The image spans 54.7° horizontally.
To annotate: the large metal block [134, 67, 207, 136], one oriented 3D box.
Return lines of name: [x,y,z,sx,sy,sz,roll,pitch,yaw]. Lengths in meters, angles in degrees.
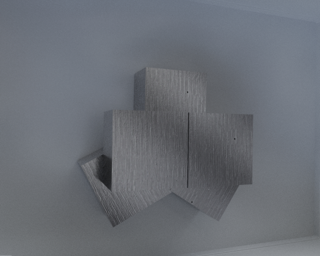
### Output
large metal block: [0.012,-0.031,0.400,0.081,0.050,0.080,2,90,-20]

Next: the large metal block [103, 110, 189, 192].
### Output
large metal block: [-0.017,0.022,0.336,0.081,0.050,0.080,1,90,-20]

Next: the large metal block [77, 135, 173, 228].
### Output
large metal block: [-0.044,0.059,0.379,0.081,0.050,0.080,-28,99,-18]

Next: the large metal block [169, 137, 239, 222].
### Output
large metal block: [0.057,0.064,0.415,0.080,0.050,0.080,36,79,-16]

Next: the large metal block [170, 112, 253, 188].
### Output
large metal block: [0.059,0.024,0.363,0.081,0.050,0.080,1,90,-20]
